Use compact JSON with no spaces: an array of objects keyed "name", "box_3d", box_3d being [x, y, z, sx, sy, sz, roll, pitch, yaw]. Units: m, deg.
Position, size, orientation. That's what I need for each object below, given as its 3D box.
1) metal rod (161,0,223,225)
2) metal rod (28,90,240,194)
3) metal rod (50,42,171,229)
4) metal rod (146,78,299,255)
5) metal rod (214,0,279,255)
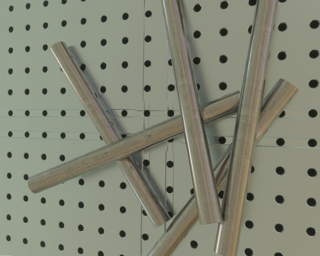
[{"name":"metal rod","box_3d":[0.033,-0.041,0.370,0.025,0.025,0.299,-14,74,19]},{"name":"metal rod","box_3d":[-0.037,0.022,0.402,0.301,0.025,0.025,-23,83,9]},{"name":"metal rod","box_3d":[-0.074,0.002,0.439,0.025,0.025,0.299,-36,79,16]},{"name":"metal rod","box_3d":[0.067,0.070,0.389,0.025,0.025,0.299,38,102,16]},{"name":"metal rod","box_3d":[0.100,-0.009,0.352,0.025,0.025,0.299,9,84,20]}]
